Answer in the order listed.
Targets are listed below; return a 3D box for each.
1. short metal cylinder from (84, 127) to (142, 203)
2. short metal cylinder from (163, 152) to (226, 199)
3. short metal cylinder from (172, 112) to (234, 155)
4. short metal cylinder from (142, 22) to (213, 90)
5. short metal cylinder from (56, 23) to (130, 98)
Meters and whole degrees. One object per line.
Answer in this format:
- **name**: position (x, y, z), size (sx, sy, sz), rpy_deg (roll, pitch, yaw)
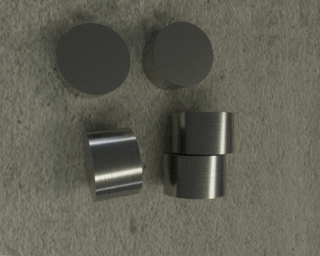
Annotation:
- **short metal cylinder**: position (-0.057, 0.041, 0.360), size (0.050, 0.080, 0.079), rpy_deg (-7, 93, -20)
- **short metal cylinder**: position (0.044, 0.057, 0.398), size (0.081, 0.080, 0.050), rpy_deg (0, 90, -20)
- **short metal cylinder**: position (0.055, 0.006, 0.402), size (0.081, 0.080, 0.050), rpy_deg (0, 90, -20)
- **short metal cylinder**: position (0.022, -0.091, 0.405), size (0.081, 0.050, 0.079), rpy_deg (0, 90, -20)
- **short metal cylinder**: position (-0.081, -0.077, 0.366), size (0.081, 0.050, 0.079), rpy_deg (0, 90, -21)
